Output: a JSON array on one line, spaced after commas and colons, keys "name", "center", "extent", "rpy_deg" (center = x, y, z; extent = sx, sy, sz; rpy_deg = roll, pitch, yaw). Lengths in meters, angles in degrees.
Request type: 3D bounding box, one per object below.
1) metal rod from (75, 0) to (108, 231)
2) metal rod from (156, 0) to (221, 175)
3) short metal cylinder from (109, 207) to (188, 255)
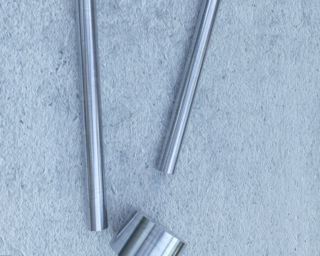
[{"name": "metal rod", "center": [-0.084, -0.026, 0.377], "extent": [0.025, 0.025, 0.298], "rpy_deg": [-3, 91, -20]}, {"name": "metal rod", "center": [0.047, -0.085, 0.426], "extent": [0.025, 0.025, 0.299], "rpy_deg": [17, 84, -19]}, {"name": "short metal cylinder", "center": [-0.014, 0.139, 0.375], "extent": [0.080, 0.080, 0.050], "rpy_deg": [38, 78, -16]}]
